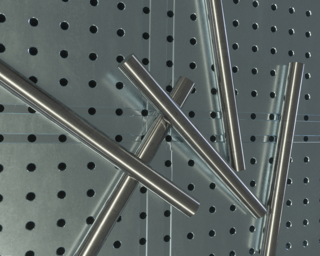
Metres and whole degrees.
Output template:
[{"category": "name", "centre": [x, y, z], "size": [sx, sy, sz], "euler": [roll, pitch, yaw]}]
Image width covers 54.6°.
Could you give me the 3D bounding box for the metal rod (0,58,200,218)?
[{"category": "metal rod", "centre": [-0.077, 0.013, 0.365], "size": [0.301, 0.025, 0.025], "euler": [37, 78, -9]}]

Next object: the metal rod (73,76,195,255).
[{"category": "metal rod", "centre": [-0.037, 0.063, 0.398], "size": [0.025, 0.025, 0.300], "euler": [34, 79, -17]}]

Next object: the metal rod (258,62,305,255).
[{"category": "metal rod", "centre": [0.189, 0.046, 0.481], "size": [0.025, 0.025, 0.299], "euler": [12, 86, -20]}]

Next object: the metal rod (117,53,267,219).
[{"category": "metal rod", "centre": [0.055, 0.024, 0.412], "size": [0.025, 0.025, 0.300], "euler": [-48, 112, -13]}]

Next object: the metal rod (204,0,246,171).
[{"category": "metal rod", "centre": [0.090, -0.087, 0.445], "size": [0.025, 0.025, 0.298], "euler": [-10, 94, -20]}]
